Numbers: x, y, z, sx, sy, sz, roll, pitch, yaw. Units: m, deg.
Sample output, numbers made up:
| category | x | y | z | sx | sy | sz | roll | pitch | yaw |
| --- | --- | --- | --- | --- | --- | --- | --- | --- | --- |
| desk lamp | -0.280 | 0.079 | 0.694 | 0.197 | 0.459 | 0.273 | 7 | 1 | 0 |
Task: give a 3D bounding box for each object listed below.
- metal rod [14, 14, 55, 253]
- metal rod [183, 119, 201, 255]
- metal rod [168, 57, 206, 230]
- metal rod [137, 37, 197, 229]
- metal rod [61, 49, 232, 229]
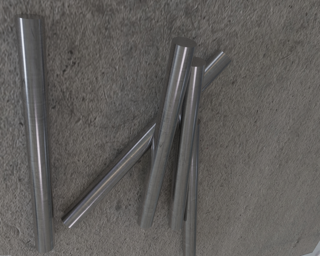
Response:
| category | x | y | z | sx | sy | sz | roll | pitch | yaw |
| --- | --- | --- | --- | --- | --- | --- | --- | --- | --- |
| metal rod | -0.136 | 0.029 | 0.350 | 0.025 | 0.025 | 0.298 | -6 | 121 | -25 |
| metal rod | 0.049 | 0.116 | 0.505 | 0.025 | 0.025 | 0.298 | -16 | 125 | -19 |
| metal rod | 0.032 | 0.045 | 0.429 | 0.025 | 0.025 | 0.298 | -14 | 131 | -21 |
| metal rod | 0.000 | 0.031 | 0.395 | 0.025 | 0.025 | 0.298 | -8 | 132 | -24 |
| metal rod | -0.021 | 0.017 | 0.405 | 0.300 | 0.025 | 0.025 | -47 | 129 | 4 |
